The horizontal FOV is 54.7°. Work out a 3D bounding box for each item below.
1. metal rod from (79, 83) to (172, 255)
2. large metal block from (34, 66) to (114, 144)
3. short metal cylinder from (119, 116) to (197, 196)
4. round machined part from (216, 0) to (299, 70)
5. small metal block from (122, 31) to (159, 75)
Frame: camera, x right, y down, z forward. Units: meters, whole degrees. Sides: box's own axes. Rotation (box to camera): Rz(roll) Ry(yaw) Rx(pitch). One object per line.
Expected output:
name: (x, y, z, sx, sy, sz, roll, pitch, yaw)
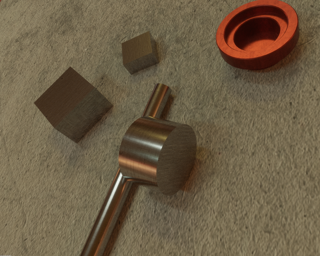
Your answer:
metal rod: (-0.049, 0.075, 0.382, 0.025, 0.025, 0.300, 9, 66, 32)
large metal block: (-0.134, -0.037, 0.478, 0.080, 0.050, 0.080, -47, 52, -5)
short metal cylinder: (0.000, 0.030, 0.349, 0.050, 0.080, 0.080, 14, 69, 33)
round machined part: (0.125, -0.113, 0.396, 0.098, 0.042, 0.098, -13, 56, 20)
small metal block: (-0.032, -0.120, 0.492, 0.050, 0.025, 0.050, -19, 54, 16)
